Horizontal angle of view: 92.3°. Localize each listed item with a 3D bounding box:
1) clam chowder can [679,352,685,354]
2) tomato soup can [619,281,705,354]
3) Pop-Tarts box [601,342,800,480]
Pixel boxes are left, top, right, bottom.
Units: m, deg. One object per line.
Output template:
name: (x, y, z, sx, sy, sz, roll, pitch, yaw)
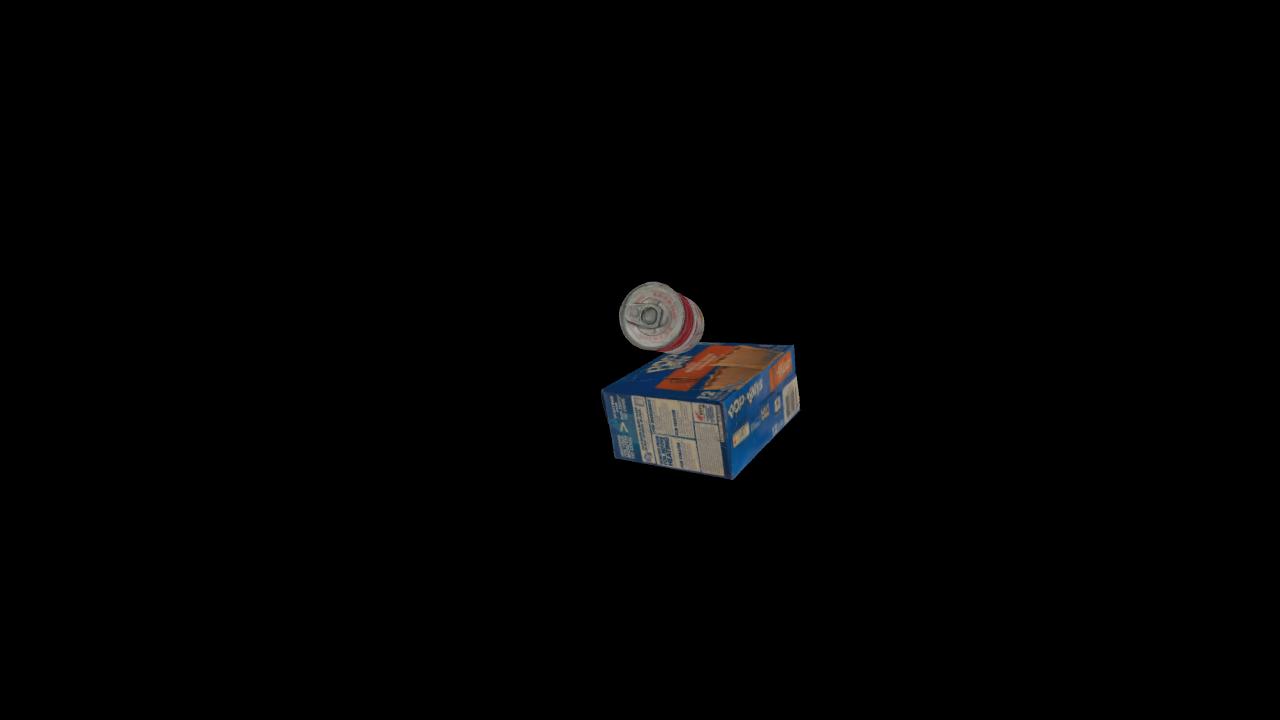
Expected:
clam chowder can: (0.054, 0.069, 0.752, 0.102, 0.068, 0.068, -45, -3, -3)
tomato soup can: (0.027, -0.041, 0.645, 0.068, 0.068, 0.101, 0, -2, 18)
Pop-Tarts box: (0.069, 0.043, 0.648, 0.141, 0.083, 0.167, 3, 20, 36)
